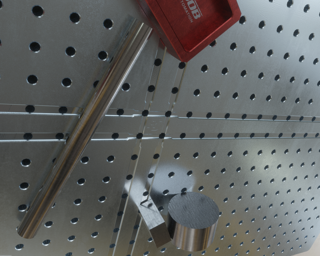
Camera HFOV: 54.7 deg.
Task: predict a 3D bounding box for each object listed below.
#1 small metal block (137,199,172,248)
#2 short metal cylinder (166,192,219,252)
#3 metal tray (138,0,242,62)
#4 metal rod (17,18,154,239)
[{"bbox_3d":[-0.009,0.149,0.484,0.025,0.050,0.050,-25,128,-12],"label":"small metal block"},{"bbox_3d":[0.051,0.148,0.498,0.081,0.080,0.050,-10,123,-24],"label":"short metal cylinder"},{"bbox_3d":[0.025,-0.147,0.331,0.090,0.030,0.130,-40,130,-2],"label":"metal tray"},{"bbox_3d":[-0.094,0.011,0.367,0.025,0.025,0.299,22,106,-37],"label":"metal rod"}]
